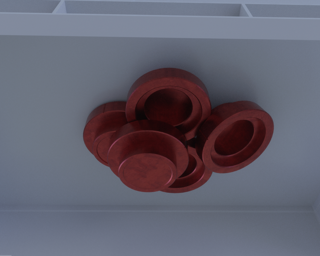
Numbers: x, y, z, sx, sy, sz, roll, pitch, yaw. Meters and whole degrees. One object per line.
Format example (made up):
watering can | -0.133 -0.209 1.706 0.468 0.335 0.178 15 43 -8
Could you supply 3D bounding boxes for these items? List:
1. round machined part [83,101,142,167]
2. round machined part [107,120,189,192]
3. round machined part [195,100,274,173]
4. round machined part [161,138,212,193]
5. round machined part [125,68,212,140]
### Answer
round machined part | -0.051 0.016 0.407 0.099 0.042 0.097 -1 130 0
round machined part | -0.014 0.040 0.373 0.099 0.042 0.097 -1 130 0
round machined part | 0.088 0.007 0.389 0.099 0.042 0.097 -13 129 -16
round machined part | 0.022 0.045 0.434 0.099 0.042 0.097 -1 130 0
round machined part | 0.010 -0.030 0.371 0.099 0.042 0.097 -1 130 0
